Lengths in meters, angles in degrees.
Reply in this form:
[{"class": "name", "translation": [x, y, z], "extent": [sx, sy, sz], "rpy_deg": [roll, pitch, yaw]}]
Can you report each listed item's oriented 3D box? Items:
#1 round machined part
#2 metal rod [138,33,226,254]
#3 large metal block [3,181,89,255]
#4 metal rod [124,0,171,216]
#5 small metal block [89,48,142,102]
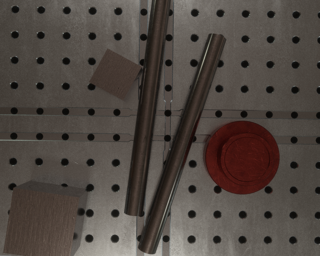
[{"class": "round machined part", "translation": [0.109, 0.039, 0.406], "extent": [0.099, 0.042, 0.097], "rpy_deg": [0, 90, -1]}, {"class": "metal rod", "translation": [0.030, 0.021, 0.413], "extent": [0.025, 0.025, 0.298], "rpy_deg": [18, 90, -1]}, {"class": "large metal block", "translation": [-0.144, 0.117, 0.399], "extent": [0.081, 0.050, 0.080], "rpy_deg": [9, 90, -1]}, {"class": "metal rod", "translation": [-0.016, -0.034, 0.413], "extent": [0.025, 0.025, 0.298], "rpy_deg": [8, 90, -1]}, {"class": "small metal block", "translation": [-0.058, -0.069, 0.413], "extent": [0.050, 0.025, 0.050], "rpy_deg": [29, 90, -1]}]
